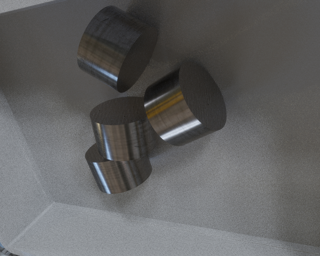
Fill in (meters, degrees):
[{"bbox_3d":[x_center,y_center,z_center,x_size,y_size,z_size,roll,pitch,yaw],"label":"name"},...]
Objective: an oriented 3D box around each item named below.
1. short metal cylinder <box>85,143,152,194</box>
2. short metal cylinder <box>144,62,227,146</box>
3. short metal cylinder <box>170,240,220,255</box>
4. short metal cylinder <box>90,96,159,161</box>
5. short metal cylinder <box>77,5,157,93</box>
[{"bbox_3d":[-0.057,0.046,0.432,0.080,0.080,0.050,-3,117,30],"label":"short metal cylinder"},{"bbox_3d":[0.029,-0.026,0.342,0.050,0.080,0.080,-27,104,37],"label":"short metal cylinder"},{"bbox_3d":[0.058,0.225,0.484,0.080,0.080,0.050,1,119,27],"label":"short metal cylinder"},{"bbox_3d":[-0.044,-0.001,0.396,0.080,0.080,0.050,8,122,24],"label":"short metal cylinder"},{"bbox_3d":[-0.046,-0.086,0.344,0.050,0.080,0.079,31,128,8],"label":"short metal cylinder"}]
